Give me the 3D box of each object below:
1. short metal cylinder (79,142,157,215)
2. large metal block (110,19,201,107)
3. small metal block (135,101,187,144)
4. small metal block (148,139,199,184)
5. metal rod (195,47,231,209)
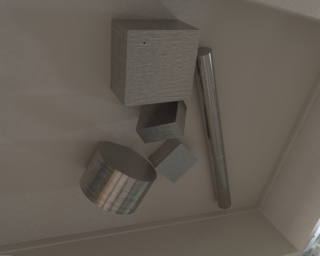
[{"bbox_3d":[-0.051,0.061,0.384,0.080,0.080,0.050,21,107,-36],"label":"short metal cylinder"},{"bbox_3d":[-0.008,-0.074,0.344,0.081,0.050,0.079,-9,122,-24],"label":"large metal block"},{"bbox_3d":[0.003,-0.012,0.375,0.050,0.050,0.025,-11,133,22],"label":"small metal block"},{"bbox_3d":[0.020,0.045,0.449,0.050,0.025,0.050,-44,130,2],"label":"small metal block"},{"bbox_3d":[0.084,0.021,0.469,0.025,0.025,0.298,-26,128,-13],"label":"metal rod"}]
